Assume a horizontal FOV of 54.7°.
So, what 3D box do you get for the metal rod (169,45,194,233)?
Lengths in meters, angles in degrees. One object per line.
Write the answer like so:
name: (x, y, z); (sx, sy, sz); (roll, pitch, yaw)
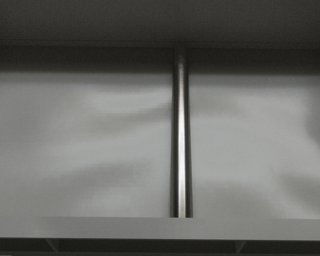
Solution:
metal rod: (0.028, -0.012, 0.415); (0.025, 0.025, 0.300); (2, 50, 1)
